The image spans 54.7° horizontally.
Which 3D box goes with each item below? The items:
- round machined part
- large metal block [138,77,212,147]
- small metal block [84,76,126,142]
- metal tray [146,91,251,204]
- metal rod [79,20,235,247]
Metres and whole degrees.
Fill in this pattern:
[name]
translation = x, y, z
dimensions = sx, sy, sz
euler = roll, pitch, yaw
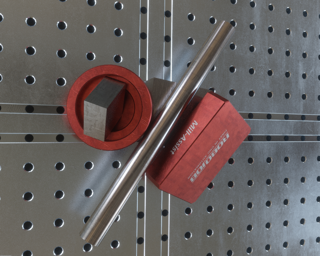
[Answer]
[round machined part]
translation = -0.056, -0.024, 0.370
dimensions = 0.099, 0.042, 0.097
euler = 0, 93, 5
[large metal block]
translation = 0.015, -0.015, 0.406
dimensions = 0.081, 0.050, 0.080
euler = 10, 87, -20
[small metal block]
translation = -0.062, -0.022, 0.347
dimensions = 0.025, 0.050, 0.050
euler = 20, 44, 6
[metal tray]
translation = 0.052, 0.029, 0.395
dimensions = 0.130, 0.030, 0.090
euler = -52, 139, 1
[metal rod]
translation = 0.004, -0.003, 0.361
dimensions = 0.025, 0.025, 0.300
euler = 36, 78, -17
